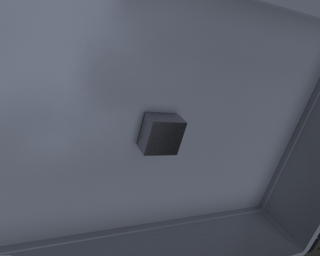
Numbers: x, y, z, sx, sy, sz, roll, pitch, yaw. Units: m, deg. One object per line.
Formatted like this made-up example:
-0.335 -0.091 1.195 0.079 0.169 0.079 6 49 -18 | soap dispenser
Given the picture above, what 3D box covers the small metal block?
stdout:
0.002 0.009 0.410 0.050 0.025 0.050 2 118 -29 | small metal block
